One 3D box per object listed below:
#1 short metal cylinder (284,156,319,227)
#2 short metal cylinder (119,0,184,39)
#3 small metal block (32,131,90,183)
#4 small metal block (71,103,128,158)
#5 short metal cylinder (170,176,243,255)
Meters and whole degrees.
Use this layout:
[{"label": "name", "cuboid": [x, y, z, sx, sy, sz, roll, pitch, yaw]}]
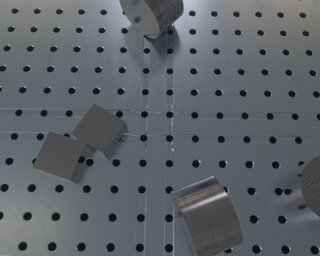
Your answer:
[{"label": "short metal cylinder", "cuboid": [0.199, 0.076, 0.372, 0.081, 0.050, 0.080, 0, 70, 0]}, {"label": "short metal cylinder", "cuboid": [-0.013, -0.178, 0.448, 0.080, 0.080, 0.050, 41, 75, 13]}, {"label": "small metal block", "cuboid": [-0.125, 0.038, 0.397, 0.050, 0.025, 0.050, 17, 71, 6]}, {"label": "small metal block", "cuboid": [-0.079, 0.004, 0.410, 0.050, 0.025, 0.050, 30, 72, 10]}, {"label": "short metal cylinder", "cuboid": [0.050, 0.100, 0.346, 0.050, 0.080, 0.080, -20, 71, -7]}]
